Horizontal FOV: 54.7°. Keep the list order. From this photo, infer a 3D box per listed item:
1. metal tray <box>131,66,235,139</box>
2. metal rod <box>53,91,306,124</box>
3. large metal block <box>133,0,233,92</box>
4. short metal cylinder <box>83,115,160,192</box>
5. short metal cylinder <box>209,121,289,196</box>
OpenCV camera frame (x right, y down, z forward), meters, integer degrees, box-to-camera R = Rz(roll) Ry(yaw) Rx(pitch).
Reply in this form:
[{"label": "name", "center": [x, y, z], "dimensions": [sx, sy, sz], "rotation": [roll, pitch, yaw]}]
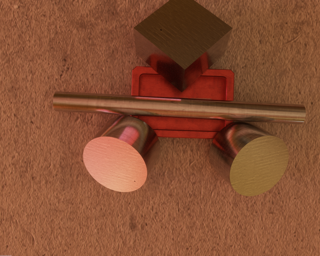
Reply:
[{"label": "metal tray", "center": [0.029, -0.032, 0.409], "dimensions": [0.131, 0.030, 0.089], "rotation": [2, 90, 0]}, {"label": "metal rod", "center": [0.024, -0.025, 0.381], "dimensions": [0.302, 0.025, 0.025], "rotation": [3, 90, -1]}, {"label": "large metal block", "center": [0.026, -0.105, 0.377], "dimensions": [0.080, 0.050, 0.080], "rotation": [42, 73, 15]}, {"label": "short metal cylinder", "center": [-0.045, 0.031, 0.380], "dimensions": [0.080, 0.050, 0.079], "rotation": [9, 123, 15]}, {"label": "short metal cylinder", "center": [0.109, 0.036, 0.383], "dimensions": [0.081, 0.050, 0.079], "rotation": [-8, 114, -18]}]
